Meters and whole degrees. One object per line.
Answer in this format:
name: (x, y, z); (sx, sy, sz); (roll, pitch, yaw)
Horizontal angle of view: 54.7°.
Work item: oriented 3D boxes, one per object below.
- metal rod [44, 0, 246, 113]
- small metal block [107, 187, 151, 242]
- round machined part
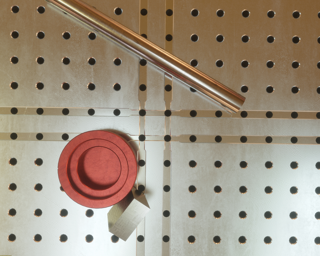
metal rod: (-0.022, -0.107, 0.413); (0.301, 0.025, 0.025); (31, 90, -1)
small metal block: (-0.041, 0.108, 0.398); (0.025, 0.050, 0.050); (38, 90, -15)
round machined part: (-0.078, 0.051, 0.404); (0.099, 0.042, 0.097); (0, 90, 0)
